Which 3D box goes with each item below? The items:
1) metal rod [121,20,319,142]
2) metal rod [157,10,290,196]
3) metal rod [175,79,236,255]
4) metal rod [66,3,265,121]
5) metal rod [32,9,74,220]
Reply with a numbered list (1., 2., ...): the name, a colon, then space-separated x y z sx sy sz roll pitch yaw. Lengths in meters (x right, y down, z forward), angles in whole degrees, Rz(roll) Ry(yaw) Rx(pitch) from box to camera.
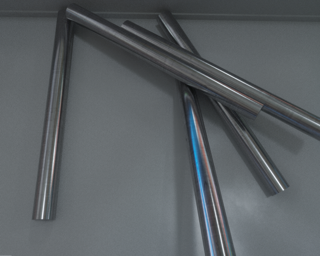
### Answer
1. metal rod: 0.073 -0.069 0.406 0.301 0.025 0.025 31 73 16
2. metal rod: 0.078 -0.046 0.427 0.025 0.025 0.299 -27 73 -10
3. metal rod: 0.043 0.031 0.333 0.025 0.025 0.300 -4 45 -2
4. metal rod: -0.005 -0.094 0.410 0.300 0.025 0.025 31 73 16
5. metal rod: -0.141 -0.031 0.419 0.025 0.025 0.299 0 70 -1
